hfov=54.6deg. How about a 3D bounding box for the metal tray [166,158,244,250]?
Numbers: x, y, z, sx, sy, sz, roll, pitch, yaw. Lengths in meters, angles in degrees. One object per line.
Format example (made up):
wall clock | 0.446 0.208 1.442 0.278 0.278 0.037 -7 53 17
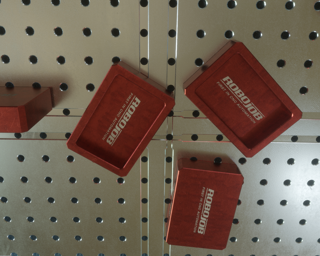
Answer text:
metal tray | 0.062 0.113 0.453 0.091 0.030 0.129 7 110 -3

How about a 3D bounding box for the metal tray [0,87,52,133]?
metal tray | -0.208 -0.024 0.368 0.131 0.090 0.030 1 110 0

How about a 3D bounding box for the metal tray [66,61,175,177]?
metal tray | -0.051 -0.009 0.406 0.090 0.030 0.129 31 107 -11

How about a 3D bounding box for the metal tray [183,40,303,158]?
metal tray | 0.105 -0.035 0.398 0.090 0.030 0.130 -42 105 14
